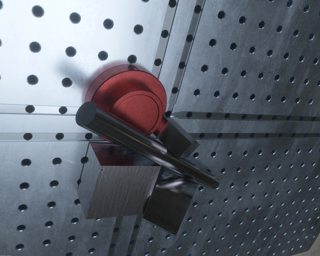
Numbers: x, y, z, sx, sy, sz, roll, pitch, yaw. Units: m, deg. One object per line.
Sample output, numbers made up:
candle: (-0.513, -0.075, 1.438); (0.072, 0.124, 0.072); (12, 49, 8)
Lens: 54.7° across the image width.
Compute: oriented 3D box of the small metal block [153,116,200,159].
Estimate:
small metal block: (0.021, 0.013, 0.404); (0.025, 0.050, 0.050); (-48, 164, 9)

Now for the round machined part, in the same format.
round machined part: (-0.035, -0.022, 0.368); (0.099, 0.042, 0.097); (-14, 125, -21)

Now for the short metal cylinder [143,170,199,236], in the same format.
short metal cylinder: (0.016, 0.106, 0.444); (0.080, 0.050, 0.080); (22, 92, -79)

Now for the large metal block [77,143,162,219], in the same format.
large metal block: (-0.055, 0.068, 0.405); (0.081, 0.050, 0.079); (5, 116, -31)

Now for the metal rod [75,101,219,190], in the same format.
metal rod: (0.010, 0.039, 0.400); (0.025, 0.025, 0.301); (-49, 142, 6)
